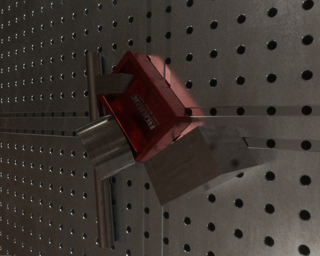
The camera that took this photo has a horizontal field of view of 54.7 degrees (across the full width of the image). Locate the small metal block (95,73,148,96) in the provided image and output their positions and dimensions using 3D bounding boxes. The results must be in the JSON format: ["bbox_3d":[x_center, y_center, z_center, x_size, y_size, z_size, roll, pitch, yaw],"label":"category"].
[{"bbox_3d":[-0.051,-0.056,0.416,0.050,0.050,0.025,3,92,39],"label":"small metal block"}]

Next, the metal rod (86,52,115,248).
[{"bbox_3d":[-0.094,0.031,0.483,0.025,0.025,0.298,-8,85,39],"label":"metal rod"}]

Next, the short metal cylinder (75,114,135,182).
[{"bbox_3d":[-0.076,0.027,0.427,0.080,0.050,0.080,56,163,27],"label":"short metal cylinder"}]

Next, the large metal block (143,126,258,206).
[{"bbox_3d":[0.044,0.039,0.336,0.080,0.081,0.050,-37,68,34],"label":"large metal block"}]

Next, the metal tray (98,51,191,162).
[{"bbox_3d":[-0.027,-0.030,0.425,0.090,0.030,0.130,-48,62,29],"label":"metal tray"}]
